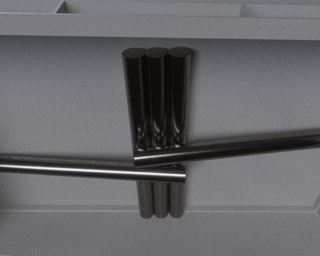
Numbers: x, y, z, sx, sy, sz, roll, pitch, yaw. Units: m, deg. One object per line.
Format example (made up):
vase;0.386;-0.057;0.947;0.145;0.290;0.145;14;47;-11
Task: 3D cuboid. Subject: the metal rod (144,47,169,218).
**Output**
metal rod;-0.001;0.031;0.434;0.025;0.025;0.298;-1;130;0

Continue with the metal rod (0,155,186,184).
metal rod;-0.116;0.056;0.432;0.302;0.025;0.025;3;130;5

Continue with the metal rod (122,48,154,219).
metal rod;-0.026;0.031;0.434;0.025;0.025;0.298;-1;130;0

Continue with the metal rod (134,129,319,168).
metal rod;0.117;0.024;0.407;0.302;0.025;0.025;-6;130;-4

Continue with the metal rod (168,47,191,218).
metal rod;0.025;0.030;0.434;0.025;0.025;0.298;-1;130;0
